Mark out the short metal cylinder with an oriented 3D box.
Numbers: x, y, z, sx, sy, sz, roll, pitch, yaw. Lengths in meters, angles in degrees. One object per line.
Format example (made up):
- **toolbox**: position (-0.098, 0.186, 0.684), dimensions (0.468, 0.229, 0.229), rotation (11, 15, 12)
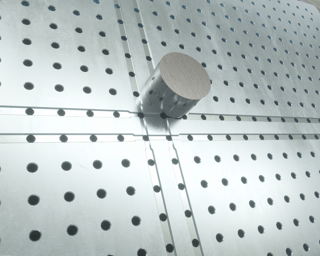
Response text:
- **short metal cylinder**: position (0.025, -0.061, 0.445), dimensions (0.081, 0.050, 0.080), rotation (14, 56, -21)
